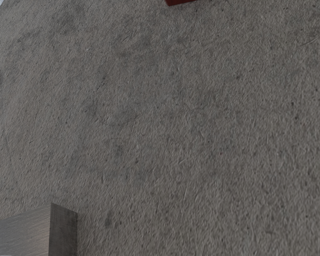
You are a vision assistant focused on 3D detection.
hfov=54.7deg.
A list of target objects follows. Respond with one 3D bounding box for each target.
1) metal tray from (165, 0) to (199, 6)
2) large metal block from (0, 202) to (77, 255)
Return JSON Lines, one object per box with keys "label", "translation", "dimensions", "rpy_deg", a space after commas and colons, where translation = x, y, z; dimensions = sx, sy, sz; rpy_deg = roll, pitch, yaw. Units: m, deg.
{"label": "metal tray", "translation": [0.059, -0.277, 0.540], "dimensions": [0.090, 0.030, 0.130], "rpy_deg": [-1, 61, 27]}
{"label": "large metal block", "translation": [-0.150, 0.146, 0.376], "dimensions": [0.080, 0.050, 0.080], "rpy_deg": [-22, 54, 15]}
